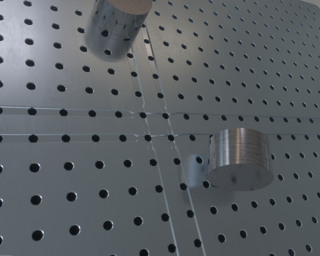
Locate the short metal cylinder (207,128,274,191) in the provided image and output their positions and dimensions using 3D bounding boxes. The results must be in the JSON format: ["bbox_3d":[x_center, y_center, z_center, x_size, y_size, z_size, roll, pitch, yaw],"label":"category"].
[{"bbox_3d":[0.103,0.043,0.402,0.081,0.080,0.050,19,55,-17],"label":"short metal cylinder"}]

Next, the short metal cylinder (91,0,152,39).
[{"bbox_3d":[-0.059,-0.184,0.472,0.081,0.050,0.080,14,56,-21],"label":"short metal cylinder"}]
